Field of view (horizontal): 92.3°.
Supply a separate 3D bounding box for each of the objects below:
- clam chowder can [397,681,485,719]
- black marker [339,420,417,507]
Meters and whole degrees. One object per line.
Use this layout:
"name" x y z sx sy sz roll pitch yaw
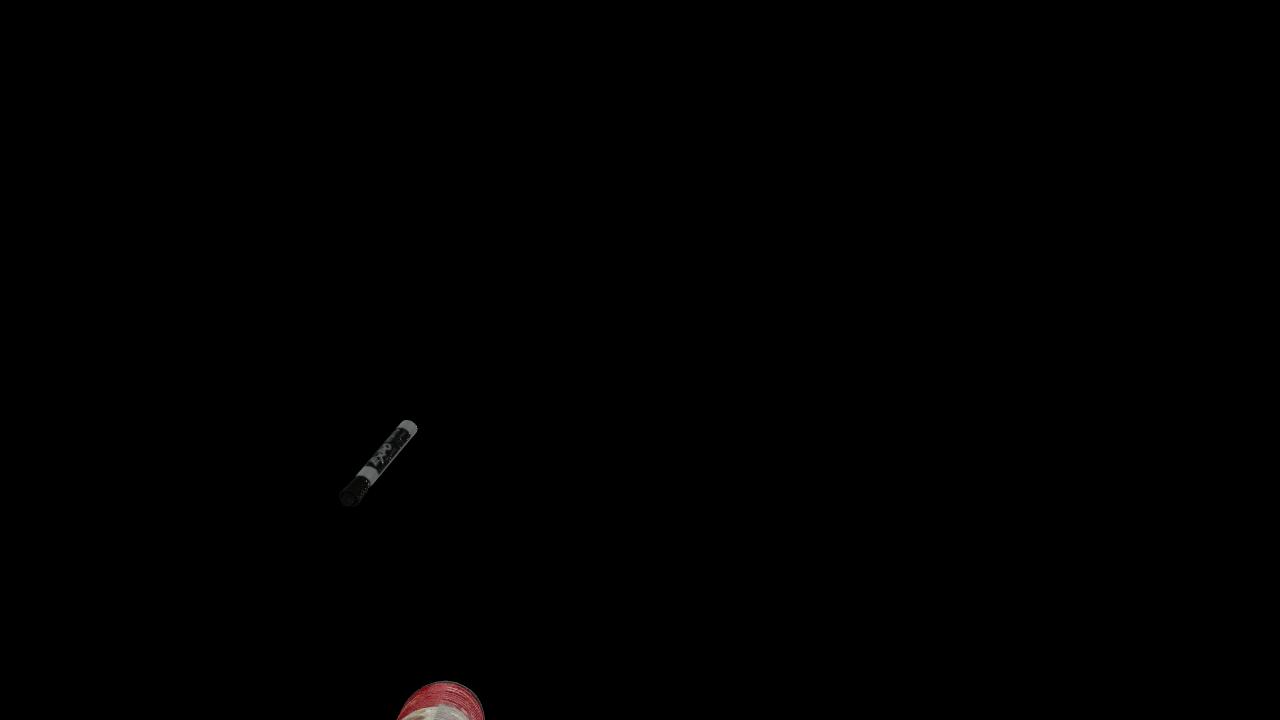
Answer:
"clam chowder can" -0.148 0.279 0.432 0.068 0.068 0.102 0 -9 -10
"black marker" -0.249 0.097 0.589 0.020 0.020 0.121 0 27 8
